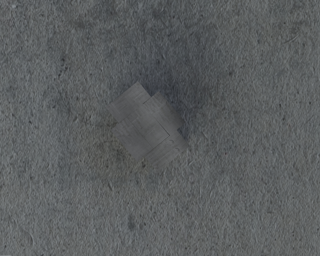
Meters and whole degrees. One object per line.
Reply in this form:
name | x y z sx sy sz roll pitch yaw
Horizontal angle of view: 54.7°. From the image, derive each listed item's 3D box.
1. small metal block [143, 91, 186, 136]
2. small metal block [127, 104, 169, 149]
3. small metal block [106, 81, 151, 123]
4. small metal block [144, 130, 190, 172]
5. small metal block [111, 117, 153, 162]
small metal block | 0.005 -0.018 0.398 0.025 0.050 0.050 -41 91 0
small metal block | -0.014 -0.002 0.398 0.025 0.050 0.050 -40 91 0
small metal block | -0.038 -0.031 0.398 0.050 0.050 0.025 -39 90 0
small metal block | 0.009 0.028 0.398 0.050 0.050 0.025 -39 90 0
small metal block | -0.034 0.014 0.398 0.025 0.050 0.050 -40 91 0
